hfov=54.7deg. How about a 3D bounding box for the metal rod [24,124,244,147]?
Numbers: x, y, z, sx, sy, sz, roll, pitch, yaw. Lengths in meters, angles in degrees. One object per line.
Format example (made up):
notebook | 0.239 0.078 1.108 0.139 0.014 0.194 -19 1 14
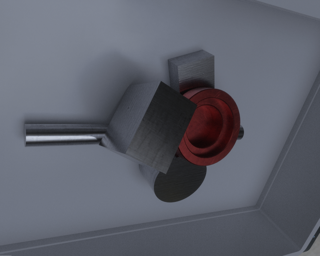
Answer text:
metal rod | -0.012 0.007 0.404 0.303 0.025 0.025 0 119 -29

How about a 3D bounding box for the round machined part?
round machined part | 0.052 -0.004 0.399 0.099 0.042 0.097 -7 104 -27

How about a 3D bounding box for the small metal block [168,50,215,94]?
small metal block | 0.041 -0.065 0.391 0.050 0.025 0.050 -19 126 -17

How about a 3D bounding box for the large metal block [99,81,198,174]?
large metal block | -0.016 -0.002 0.344 0.050 0.080 0.080 30 79 -27

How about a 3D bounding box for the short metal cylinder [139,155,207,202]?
short metal cylinder | 0.018 0.057 0.436 0.081 0.050 0.079 -14 125 -21
